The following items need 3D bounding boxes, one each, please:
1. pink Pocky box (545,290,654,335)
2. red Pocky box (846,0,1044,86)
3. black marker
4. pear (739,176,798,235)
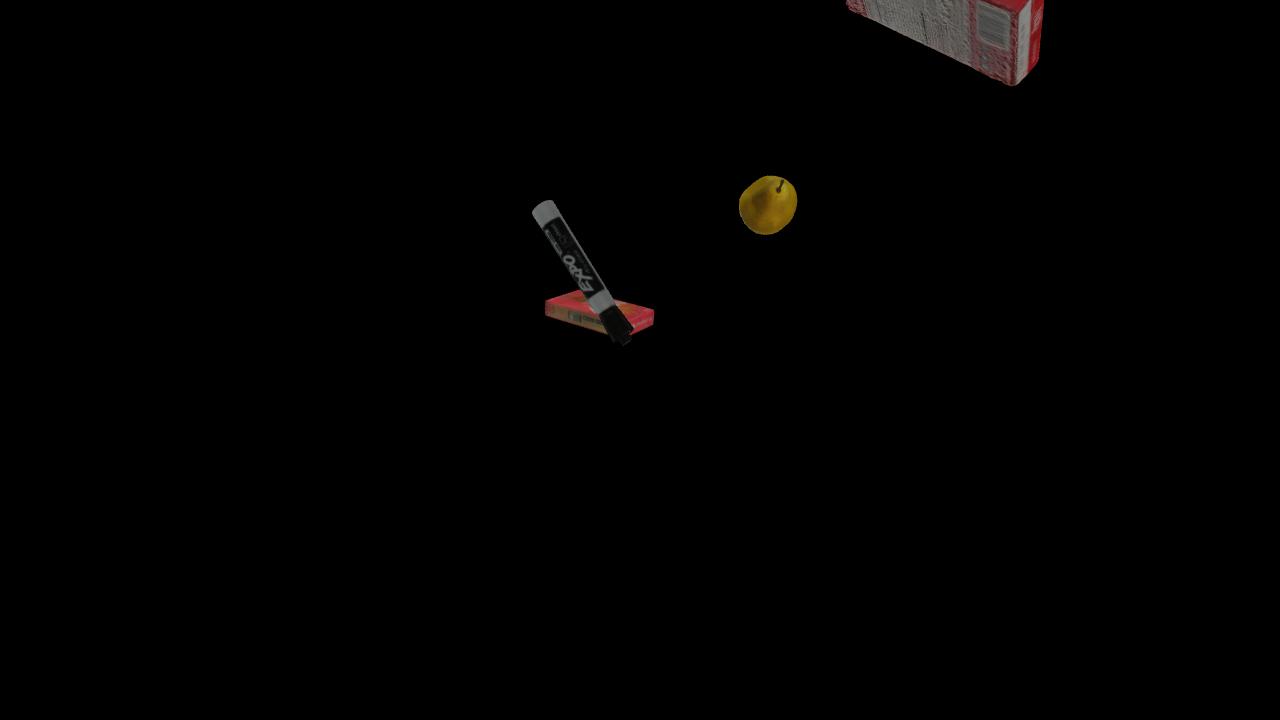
[{"bbox_3d":[-0.063,-0.074,0.959,0.155,0.029,0.084,18,28,30],"label":"pink Pocky box"},{"bbox_3d":[0.204,-0.255,0.429,0.155,0.028,0.083,47,14,28],"label":"red Pocky box"},{"bbox_3d":[-0.041,-0.064,0.457,0.020,0.121,0.020,-32,-4,-3],"label":"black marker"},{"bbox_3d":[0.172,-0.207,0.808,0.080,0.080,0.111,0,6,6],"label":"pear"}]
